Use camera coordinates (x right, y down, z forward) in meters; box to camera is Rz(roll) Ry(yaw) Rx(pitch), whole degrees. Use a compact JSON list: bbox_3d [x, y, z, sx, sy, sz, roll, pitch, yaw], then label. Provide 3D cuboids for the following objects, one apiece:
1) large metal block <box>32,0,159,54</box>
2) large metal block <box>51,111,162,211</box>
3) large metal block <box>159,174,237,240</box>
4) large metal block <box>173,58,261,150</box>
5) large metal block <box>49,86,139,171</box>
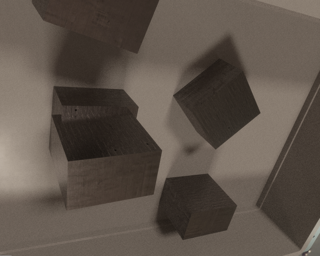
[{"bbox_3d":[-0.060,-0.112,0.272,0.081,0.080,0.050,12,112,-34],"label":"large metal block"},{"bbox_3d":[-0.055,0.025,0.295,0.081,0.080,0.050,-5,121,-27],"label":"large metal block"},{"bbox_3d":[0.056,0.118,0.479,0.081,0.080,0.050,-1,119,-28],"label":"large metal block"},{"bbox_3d":[0.078,-0.032,0.417,0.080,0.050,0.080,-39,130,-2],"label":"large metal block"},{"bbox_3d":[-0.078,0.001,0.352,0.081,0.050,0.079,-1,119,-29],"label":"large metal block"}]
